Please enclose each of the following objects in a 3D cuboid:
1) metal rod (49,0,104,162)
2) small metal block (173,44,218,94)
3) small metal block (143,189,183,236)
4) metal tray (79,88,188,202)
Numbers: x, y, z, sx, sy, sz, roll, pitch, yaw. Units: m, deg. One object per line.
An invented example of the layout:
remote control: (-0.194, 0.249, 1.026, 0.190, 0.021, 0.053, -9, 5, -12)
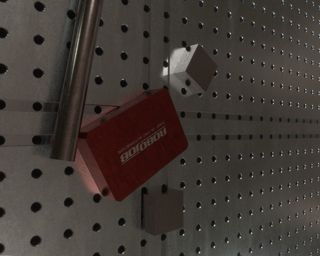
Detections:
metal rod: (-0.079, -0.113, 0.336, 0.025, 0.025, 0.299, 16, 78, -39)
small metal block: (0.053, -0.086, 0.456, 0.050, 0.025, 0.050, 39, 66, -33)
small metal block: (0.005, 0.111, 0.415, 0.050, 0.025, 0.050, -1, 91, -40)
metal tray: (-0.029, 0.016, 0.384, 0.131, 0.030, 0.090, -34, 112, -35)
